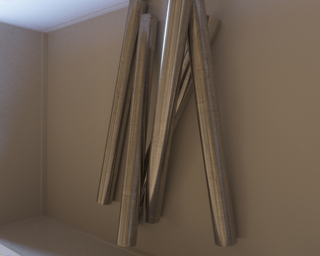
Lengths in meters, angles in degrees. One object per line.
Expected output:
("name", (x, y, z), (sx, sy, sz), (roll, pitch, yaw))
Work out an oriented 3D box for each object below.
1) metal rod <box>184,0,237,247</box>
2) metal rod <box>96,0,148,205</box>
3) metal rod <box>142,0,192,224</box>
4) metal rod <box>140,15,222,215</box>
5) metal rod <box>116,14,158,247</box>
("metal rod", (0.053, -0.020, 0.342), (0.025, 0.025, 0.298), (-7, 92, 40))
("metal rod", (-0.058, -0.031, 0.454), (0.025, 0.025, 0.298), (18, 101, 38))
("metal rod", (0.006, -0.016, 0.363), (0.025, 0.025, 0.298), (25, 117, 37))
("metal rod", (0.006, 0.004, 0.401), (0.025, 0.025, 0.298), (34, 111, 35))
("metal rod", (-0.029, -0.001, 0.405), (0.025, 0.025, 0.298), (1, 83, 40))
